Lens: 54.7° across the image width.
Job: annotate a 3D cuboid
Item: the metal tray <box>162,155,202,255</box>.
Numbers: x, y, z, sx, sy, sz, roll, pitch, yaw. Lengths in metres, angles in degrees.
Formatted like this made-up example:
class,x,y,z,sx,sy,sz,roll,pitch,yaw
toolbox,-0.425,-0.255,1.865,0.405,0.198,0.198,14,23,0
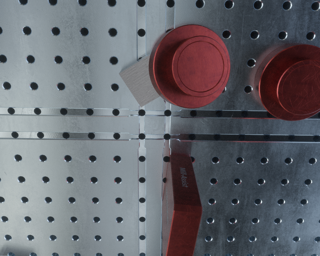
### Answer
class,x,y,z,sx,sy,sz,roll,pitch,yaw
metal tray,0.024,0.101,0.395,0.030,0.130,0.089,7,110,-3

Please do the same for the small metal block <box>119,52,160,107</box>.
class,x,y,z,sx,sy,sz,roll,pitch,yaw
small metal block,-0.015,-0.062,0.390,0.050,0.025,0.050,-30,108,10

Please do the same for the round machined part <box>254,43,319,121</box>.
class,x,y,z,sx,sy,sz,roll,pitch,yaw
round machined part,0.173,-0.054,0.387,0.099,0.042,0.097,0,110,-1

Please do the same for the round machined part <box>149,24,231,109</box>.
class,x,y,z,sx,sy,sz,roll,pitch,yaw
round machined part,0.040,-0.071,0.363,0.099,0.042,0.097,-3,100,-17
